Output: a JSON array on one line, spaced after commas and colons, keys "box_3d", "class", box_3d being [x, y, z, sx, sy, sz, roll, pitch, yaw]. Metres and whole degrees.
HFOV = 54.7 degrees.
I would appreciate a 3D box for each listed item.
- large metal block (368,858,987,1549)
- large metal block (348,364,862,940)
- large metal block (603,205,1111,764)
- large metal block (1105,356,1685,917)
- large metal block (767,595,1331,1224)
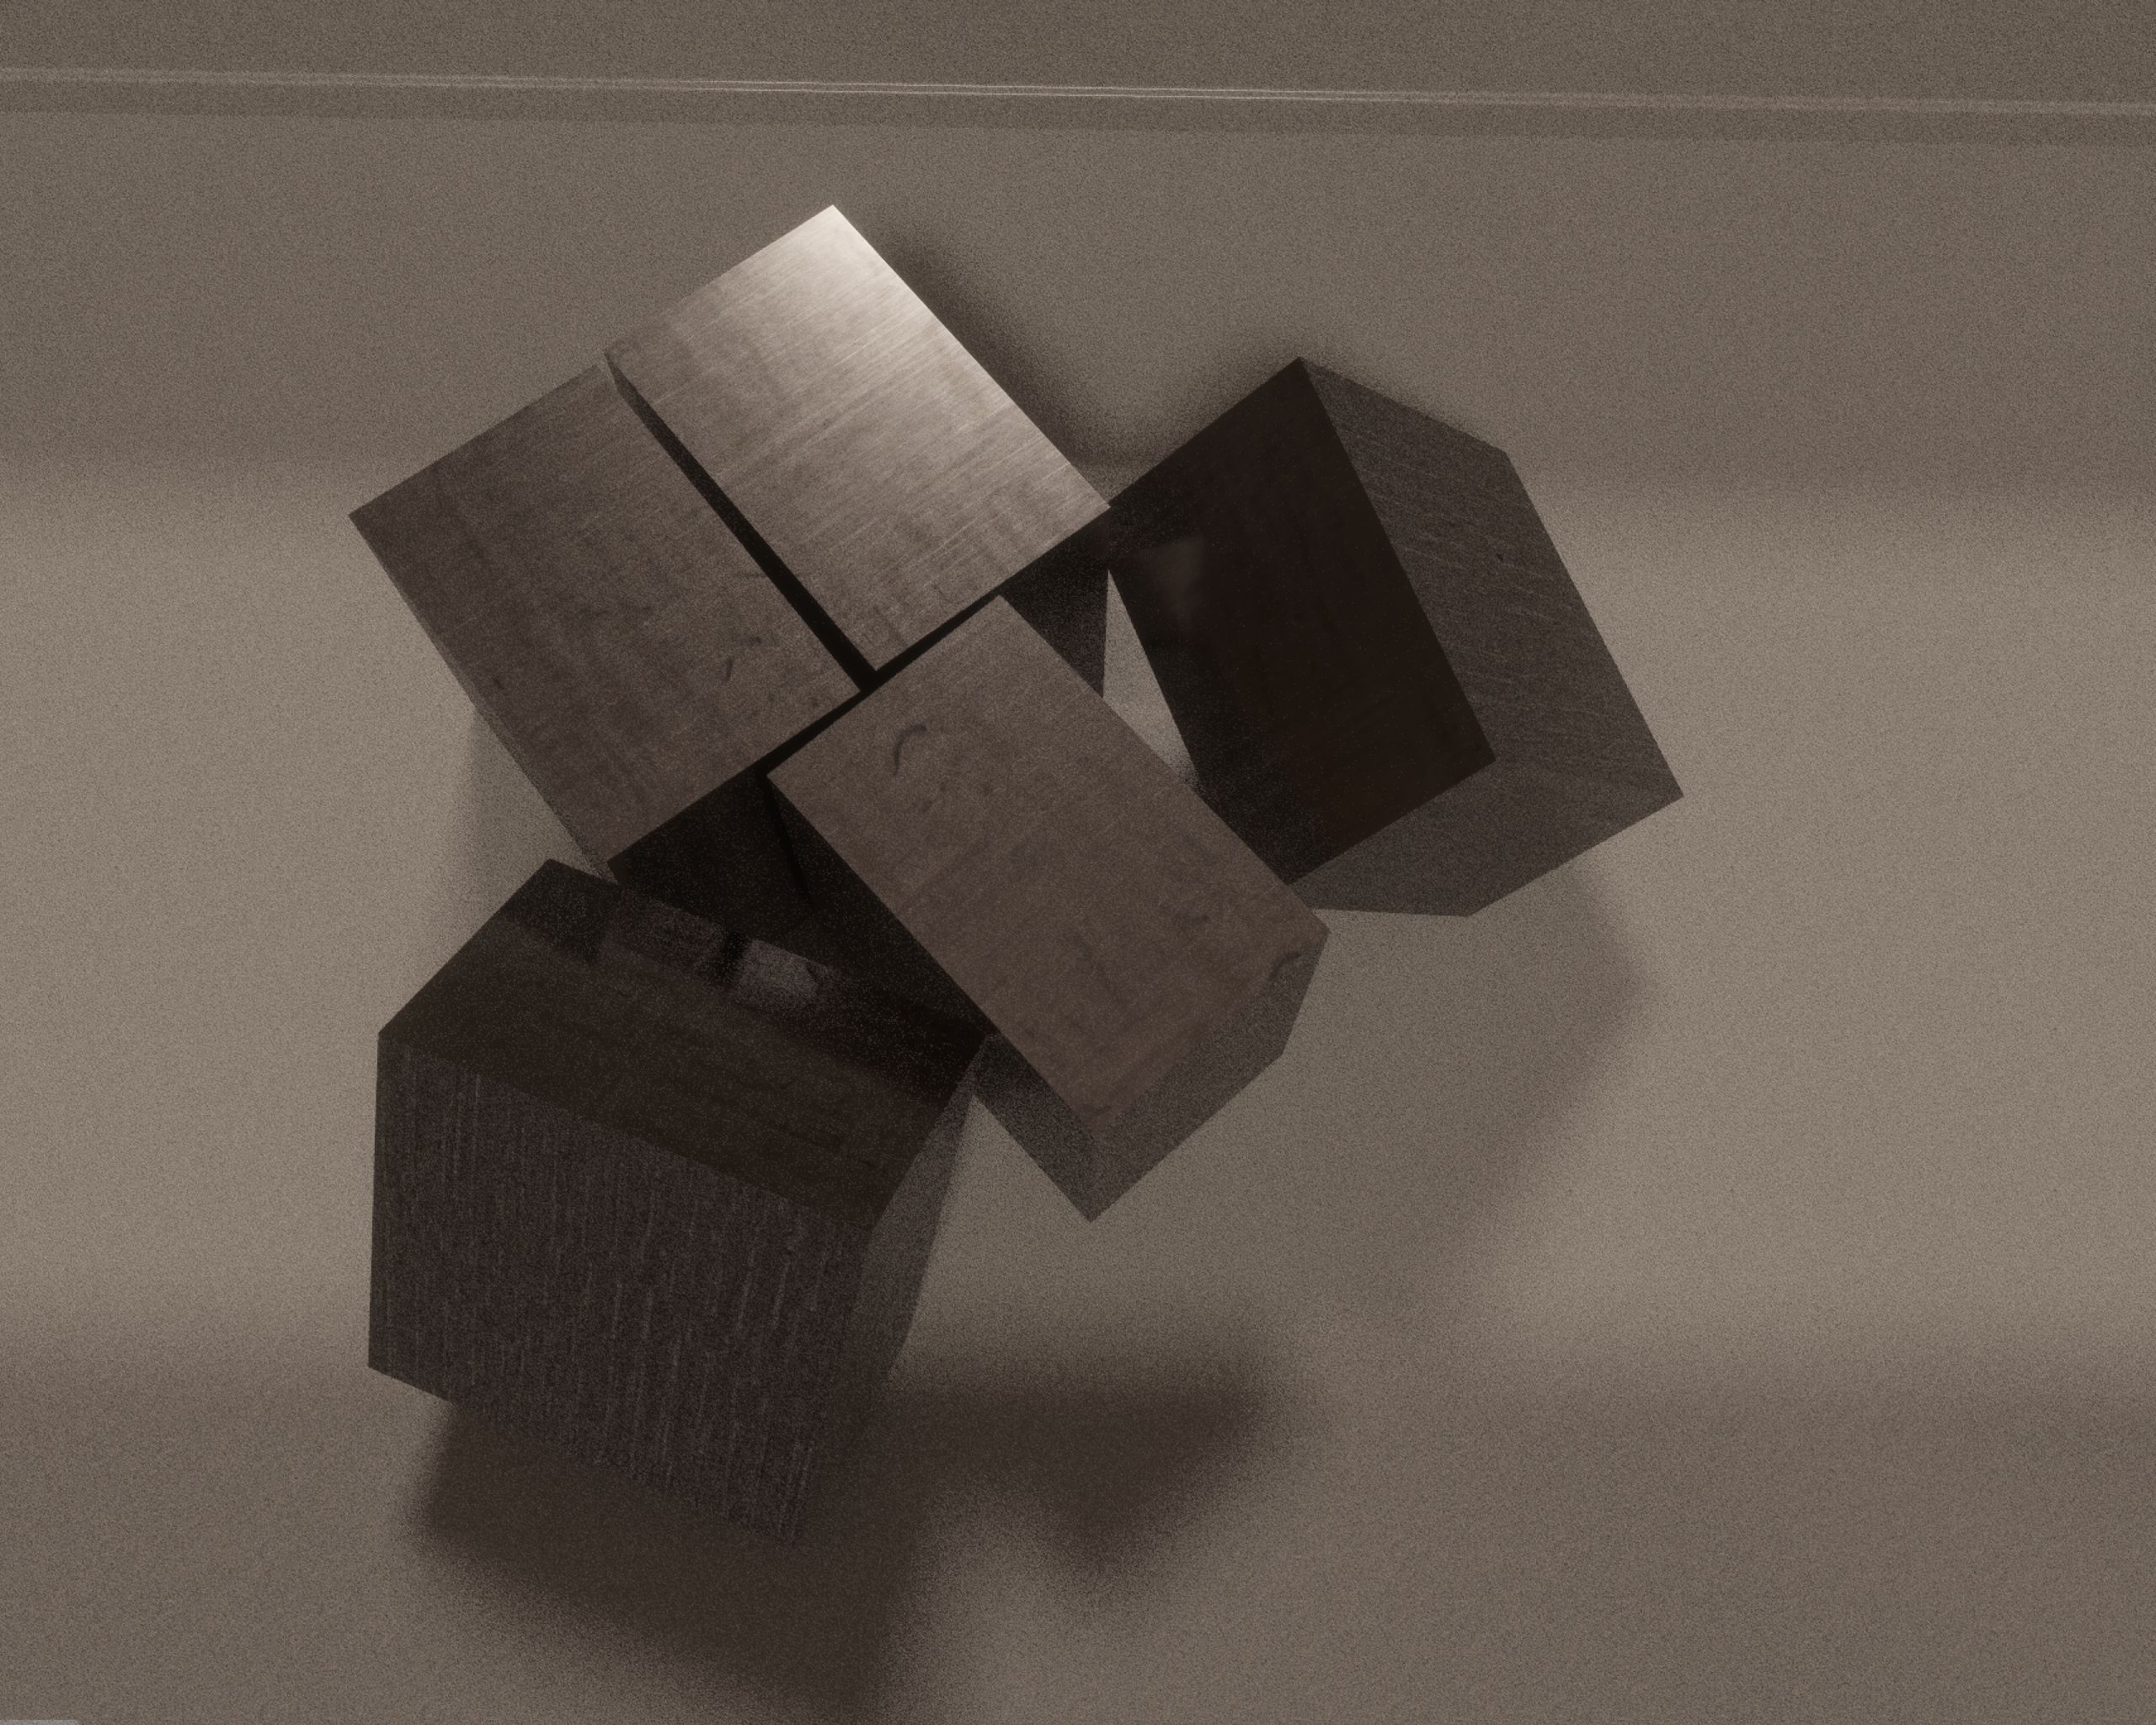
[{"box_3d": [-0.068, 0.057, 0.350, 0.080, 0.079, 0.050, 21, 37, 7], "class": "large metal block"}, {"box_3d": [-0.081, -0.031, 0.390, 0.050, 0.080, 0.080, -36, 74, -12], "class": "large metal block"}, {"box_3d": [-0.039, -0.062, 0.401, 0.050, 0.080, 0.080, -37, 75, -12], "class": "large metal block"}, {"box_3d": [0.058, -0.038, 0.387, 0.050, 0.080, 0.080, -33, 68, 31], "class": "large metal block"}, {"box_3d": [-0.005, 0.012, 0.374, 0.050, 0.080, 0.080, -40, 75, -13], "class": "large metal block"}]
